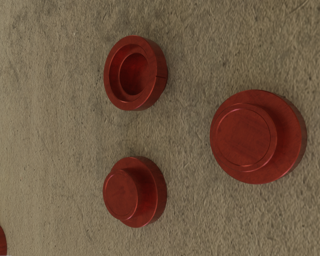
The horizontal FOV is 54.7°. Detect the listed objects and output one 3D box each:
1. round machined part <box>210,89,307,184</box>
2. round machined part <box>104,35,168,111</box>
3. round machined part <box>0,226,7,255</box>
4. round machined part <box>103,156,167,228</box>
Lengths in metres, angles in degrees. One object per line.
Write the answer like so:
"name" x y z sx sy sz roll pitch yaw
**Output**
"round machined part" 0.093 0.009 0.317 0.098 0.042 0.097 0 90 40
"round machined part" -0.028 -0.071 0.417 0.098 0.042 0.097 0 90 40
"round machined part" -0.403 0.279 0.727 0.098 0.042 0.097 0 90 40
"round machined part" -0.041 0.089 0.428 0.098 0.042 0.097 0 90 40
